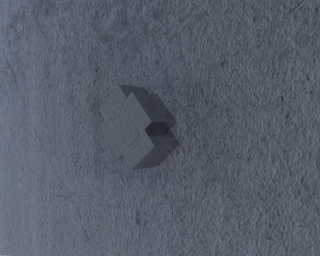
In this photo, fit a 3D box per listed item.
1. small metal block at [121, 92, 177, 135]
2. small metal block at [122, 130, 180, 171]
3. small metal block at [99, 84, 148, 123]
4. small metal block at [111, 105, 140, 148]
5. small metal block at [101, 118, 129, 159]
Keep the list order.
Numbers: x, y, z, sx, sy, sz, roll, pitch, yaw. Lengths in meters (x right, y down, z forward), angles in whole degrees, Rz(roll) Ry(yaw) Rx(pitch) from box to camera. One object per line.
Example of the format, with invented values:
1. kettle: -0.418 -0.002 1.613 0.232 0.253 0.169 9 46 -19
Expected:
1. small metal block: -0.014 -0.018 0.399 0.025 0.050 0.050 -48 62 29
2. small metal block: -0.011 0.027 0.397 0.050 0.050 0.025 -46 63 30
3. small metal block: -0.047 -0.032 0.426 0.050 0.050 0.025 -46 63 30
4. small metal block: -0.029 -0.003 0.411 0.025 0.050 0.050 -47 62 30
5. small metal block: -0.044 0.013 0.423 0.025 0.050 0.050 -47 62 30
